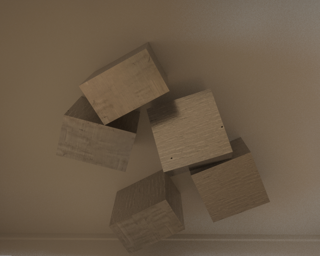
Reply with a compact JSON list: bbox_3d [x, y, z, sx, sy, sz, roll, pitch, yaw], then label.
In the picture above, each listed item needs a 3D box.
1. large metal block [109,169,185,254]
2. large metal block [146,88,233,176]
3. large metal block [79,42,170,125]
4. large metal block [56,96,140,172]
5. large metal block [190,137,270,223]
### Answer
[{"bbox_3d":[-0.016,0.110,0.423,0.080,0.080,0.050,-27,108,9],"label":"large metal block"},{"bbox_3d":[0.037,0.008,0.381,0.080,0.050,0.080,-17,73,6],"label":"large metal block"},{"bbox_3d":[-0.037,-0.055,0.361,0.080,0.080,0.050,-27,108,9],"label":"large metal block"},{"bbox_3d":[-0.072,0.005,0.383,0.081,0.080,0.050,15,109,-6],"label":"large metal block"},{"bbox_3d":[0.092,0.071,0.425,0.080,0.050,0.080,-23,109,8],"label":"large metal block"}]
